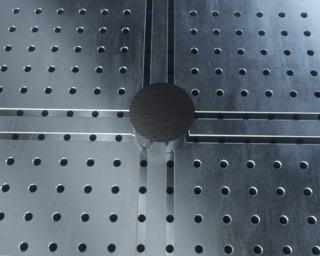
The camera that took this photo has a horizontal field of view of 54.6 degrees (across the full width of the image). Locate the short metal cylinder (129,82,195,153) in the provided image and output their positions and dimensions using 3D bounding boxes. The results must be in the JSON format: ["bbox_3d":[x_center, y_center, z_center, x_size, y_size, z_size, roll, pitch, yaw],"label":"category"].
[{"bbox_3d":[0.003,-0.012,0.403,0.080,0.050,0.080,0,70,0],"label":"short metal cylinder"}]
